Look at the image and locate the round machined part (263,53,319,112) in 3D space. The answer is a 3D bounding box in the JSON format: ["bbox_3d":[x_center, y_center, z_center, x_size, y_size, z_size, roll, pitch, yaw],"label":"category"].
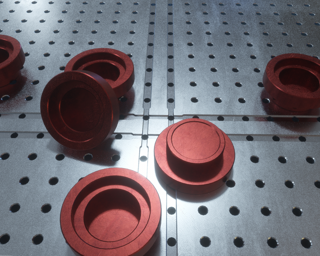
[{"bbox_3d":[0.199,-0.062,0.450,0.099,0.042,0.098,0,50,0],"label":"round machined part"}]

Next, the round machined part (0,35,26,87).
[{"bbox_3d":[-0.259,-0.099,0.479,0.099,0.042,0.098,0,50,0],"label":"round machined part"}]

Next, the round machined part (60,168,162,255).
[{"bbox_3d":[-0.047,0.093,0.318,0.099,0.042,0.098,0,50,0],"label":"round machined part"}]

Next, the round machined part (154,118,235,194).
[{"bbox_3d":[0.042,0.026,0.375,0.099,0.042,0.098,0,50,0],"label":"round machined part"}]

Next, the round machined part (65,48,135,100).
[{"bbox_3d":[-0.086,-0.072,0.457,0.099,0.042,0.098,0,50,0],"label":"round machined part"}]

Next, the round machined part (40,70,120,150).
[{"bbox_3d":[-0.097,-0.024,0.393,0.098,0.097,0.042,15,16,12],"label":"round machined part"}]
